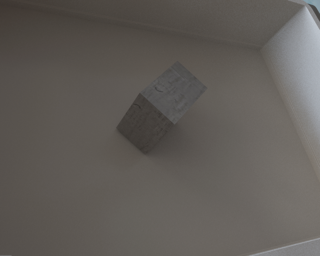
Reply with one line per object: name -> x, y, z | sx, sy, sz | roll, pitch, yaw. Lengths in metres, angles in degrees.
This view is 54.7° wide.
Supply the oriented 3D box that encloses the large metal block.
large metal block -> 0.002, -0.024, 0.384 | 0.050, 0.080, 0.080 | 43, 51, 1
